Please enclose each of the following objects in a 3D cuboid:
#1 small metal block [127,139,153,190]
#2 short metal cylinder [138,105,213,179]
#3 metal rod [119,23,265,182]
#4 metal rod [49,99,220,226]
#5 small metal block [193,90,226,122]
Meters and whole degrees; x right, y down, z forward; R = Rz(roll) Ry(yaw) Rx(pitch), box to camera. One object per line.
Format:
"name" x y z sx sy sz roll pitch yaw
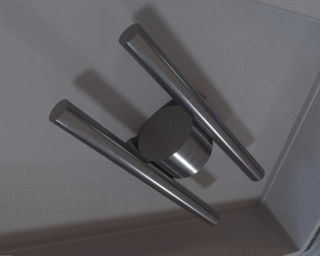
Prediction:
"small metal block" -0.024 0.049 0.409 0.025 0.050 0.050 -45 130 3
"short metal cylinder" 0.020 0.018 0.394 0.080 0.080 0.050 -45 130 3
"metal rod" 0.059 -0.007 0.372 0.025 0.025 0.300 -46 130 3
"metal rod" -0.006 0.061 0.379 0.025 0.025 0.300 -46 129 3
"small metal block" 0.051 -0.026 0.403 0.025 0.050 0.050 -45 130 3
